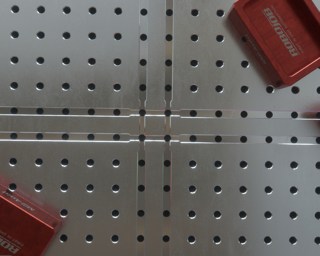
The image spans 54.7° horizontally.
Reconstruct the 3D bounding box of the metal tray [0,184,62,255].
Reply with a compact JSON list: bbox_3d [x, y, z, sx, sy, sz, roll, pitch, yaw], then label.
[{"bbox_3d":[-0.211,0.134,0.408,0.130,0.030,0.090,32,90,-1],"label":"metal tray"}]

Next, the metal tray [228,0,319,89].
[{"bbox_3d":[0.165,-0.130,0.412,0.090,0.030,0.130,-34,90,-1],"label":"metal tray"}]
